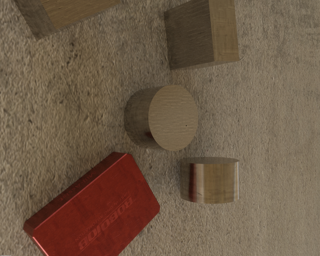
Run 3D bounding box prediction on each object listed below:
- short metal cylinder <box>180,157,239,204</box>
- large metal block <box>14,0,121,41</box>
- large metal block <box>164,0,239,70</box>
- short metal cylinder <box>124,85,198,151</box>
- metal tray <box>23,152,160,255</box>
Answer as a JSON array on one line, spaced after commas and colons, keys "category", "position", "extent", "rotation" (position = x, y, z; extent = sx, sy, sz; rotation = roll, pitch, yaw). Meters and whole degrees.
[{"category": "short metal cylinder", "position": [0.068, 0.069, 0.426], "extent": [0.081, 0.080, 0.050], "rotation": [-2, 91, -40]}, {"category": "large metal block", "position": [-0.099, -0.143, 0.305], "extent": [0.080, 0.050, 0.080], "rotation": [-39, 114, -33]}, {"category": "large metal block", "position": [0.054, -0.123, 0.414], "extent": [0.050, 0.080, 0.079], "rotation": [-11, 97, -40]}, {"category": "short metal cylinder", "position": [0.002, -0.012, 0.390], "extent": [0.081, 0.050, 0.080], "rotation": [0, 90, -40]}, {"category": "metal tray", "position": [-0.068, 0.099, 0.345], "extent": [0.131, 0.030, 0.090], "rotation": [-40, 114, -33]}]
